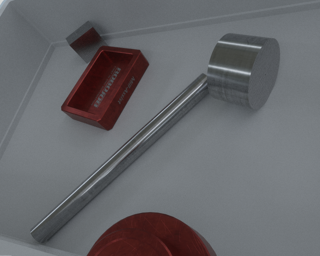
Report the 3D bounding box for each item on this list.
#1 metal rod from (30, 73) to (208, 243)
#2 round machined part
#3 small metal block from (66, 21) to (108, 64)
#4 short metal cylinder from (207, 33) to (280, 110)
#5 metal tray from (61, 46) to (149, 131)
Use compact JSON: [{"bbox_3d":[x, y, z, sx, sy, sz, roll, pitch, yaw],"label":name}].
[{"bbox_3d":[-0.047,0.038,0.405,0.300,0.025,0.025,-42,51,-2],"label":"metal rod"},{"bbox_3d":[-0.012,0.100,0.188,0.098,0.042,0.098,-13,56,20],"label":"round machined part"},{"bbox_3d":[-0.128,-0.151,0.547,0.050,0.050,0.025,-37,51,3],"label":"small metal block"},{"bbox_3d":[0.098,-0.066,0.359,0.050,0.080,0.080,21,73,35],"label":"short metal cylinder"},{"bbox_3d":[-0.086,-0.067,0.486,0.090,0.030,0.130,16,70,34],"label":"metal tray"}]
